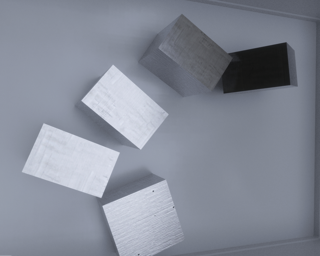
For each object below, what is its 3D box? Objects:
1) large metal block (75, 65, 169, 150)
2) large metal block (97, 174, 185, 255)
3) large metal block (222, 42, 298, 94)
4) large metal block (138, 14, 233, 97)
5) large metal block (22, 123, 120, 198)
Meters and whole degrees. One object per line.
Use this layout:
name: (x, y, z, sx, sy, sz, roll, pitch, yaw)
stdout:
large metal block: (-0.048, -0.021, 0.363, 0.080, 0.080, 0.050, 41, 77, -16)
large metal block: (-0.025, 0.112, 0.388, 0.081, 0.050, 0.080, -19, 97, -19)
large metal block: (0.134, -0.075, 0.413, 0.080, 0.080, 0.050, -11, 95, -60)
large metal block: (0.029, -0.086, 0.392, 0.080, 0.080, 0.050, 36, 79, -17)
large metal block: (-0.100, 0.033, 0.345, 0.080, 0.080, 0.050, 24, 82, -19)
